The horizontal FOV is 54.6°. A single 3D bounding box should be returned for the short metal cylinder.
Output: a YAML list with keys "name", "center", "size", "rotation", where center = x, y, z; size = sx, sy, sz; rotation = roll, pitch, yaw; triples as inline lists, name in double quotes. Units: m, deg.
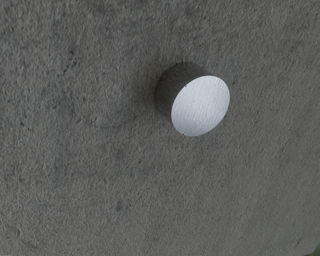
- name: "short metal cylinder"
  center: [0.039, -0.036, 0.389]
  size: [0.081, 0.050, 0.080]
  rotation: [-14, 124, -21]
